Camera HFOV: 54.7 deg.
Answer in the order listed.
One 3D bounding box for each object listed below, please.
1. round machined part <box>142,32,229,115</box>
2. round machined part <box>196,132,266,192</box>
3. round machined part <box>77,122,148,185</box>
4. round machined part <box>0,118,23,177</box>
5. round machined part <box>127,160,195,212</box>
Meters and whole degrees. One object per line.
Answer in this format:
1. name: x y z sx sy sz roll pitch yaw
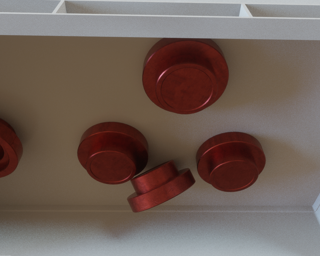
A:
1. round machined part: 0.029 -0.054 0.352 0.099 0.042 0.097 -1 130 0
2. round machined part: 0.103 0.055 0.447 0.099 0.042 0.097 -1 130 0
3. round machined part: -0.066 0.042 0.433 0.099 0.042 0.097 -1 130 0
4. round machined part: -0.233 0.020 0.411 0.099 0.042 0.097 -1 130 0
5. round machined part: -0.003 0.078 0.441 0.098 0.098 0.042 -27 86 21
